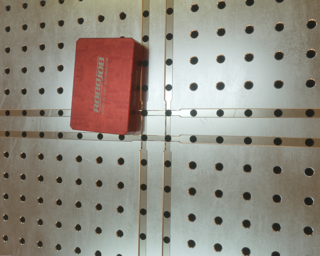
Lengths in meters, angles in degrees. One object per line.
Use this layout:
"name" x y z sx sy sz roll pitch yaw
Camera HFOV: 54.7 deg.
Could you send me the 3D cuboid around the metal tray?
"metal tray" -0.076 -0.058 0.435 0.090 0.030 0.129 5 92 19
